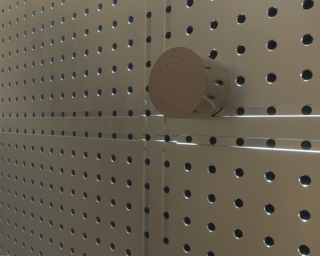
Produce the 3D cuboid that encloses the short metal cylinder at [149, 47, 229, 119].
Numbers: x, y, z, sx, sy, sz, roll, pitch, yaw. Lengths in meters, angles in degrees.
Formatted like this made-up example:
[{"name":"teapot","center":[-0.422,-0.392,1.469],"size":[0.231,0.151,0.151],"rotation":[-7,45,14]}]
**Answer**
[{"name":"short metal cylinder","center":[0.033,-0.050,0.364],"size":[0.080,0.050,0.079],"rotation":[0,90,39]}]
